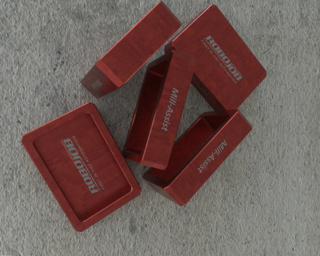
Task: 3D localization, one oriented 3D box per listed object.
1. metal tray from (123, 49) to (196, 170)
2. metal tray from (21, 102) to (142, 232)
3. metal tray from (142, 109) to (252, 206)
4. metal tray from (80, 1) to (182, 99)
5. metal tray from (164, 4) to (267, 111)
[{"bbox_3d":[-0.005,-0.020,0.374,0.030,0.090,0.129,18,84,-20],"label":"metal tray"},{"bbox_3d":[-0.092,0.045,0.374,0.091,0.030,0.129,-30,100,-18],"label":"metal tray"},{"bbox_3d":[0.044,0.032,0.393,0.130,0.090,0.030,-45,105,-15],"label":"metal tray"},{"bbox_3d":[-0.039,-0.079,0.341,0.030,0.130,0.090,46,75,-15],"label":"metal tray"},{"bbox_3d":[0.081,-0.094,0.439,0.090,0.030,0.130,-46,105,-14],"label":"metal tray"}]
